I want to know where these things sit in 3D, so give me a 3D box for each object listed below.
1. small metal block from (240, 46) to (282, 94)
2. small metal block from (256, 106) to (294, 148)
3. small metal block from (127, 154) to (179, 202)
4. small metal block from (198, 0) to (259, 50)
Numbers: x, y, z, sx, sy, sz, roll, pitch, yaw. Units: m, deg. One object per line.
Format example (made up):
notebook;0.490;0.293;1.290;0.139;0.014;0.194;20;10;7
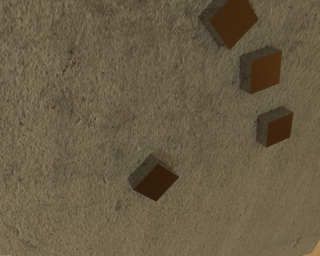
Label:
small metal block;0.140;-0.081;0.433;0.050;0.025;0.050;-21;127;-16
small metal block;0.187;-0.002;0.508;0.050;0.025;0.050;-21;127;-16
small metal block;-0.009;0.072;0.446;0.050;0.025;0.050;-48;129;5
small metal block;0.082;-0.132;0.370;0.050;0.025;0.050;-47;129;4
